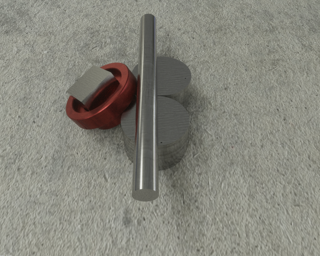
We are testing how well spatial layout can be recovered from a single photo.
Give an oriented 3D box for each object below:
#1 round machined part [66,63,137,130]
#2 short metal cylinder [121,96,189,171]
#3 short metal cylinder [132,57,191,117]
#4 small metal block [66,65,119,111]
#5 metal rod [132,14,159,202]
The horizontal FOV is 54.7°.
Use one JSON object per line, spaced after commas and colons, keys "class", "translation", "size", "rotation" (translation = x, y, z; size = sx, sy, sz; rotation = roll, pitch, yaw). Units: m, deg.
{"class": "round machined part", "translation": [-0.071, -0.036, 0.407], "size": [0.098, 0.042, 0.098], "rotation": [-20, 44, 21]}
{"class": "short metal cylinder", "translation": [-0.006, 0.006, 0.383], "size": [0.081, 0.050, 0.080], "rotation": [0, 49, 0]}
{"class": "short metal cylinder", "translation": [0.002, -0.056, 0.435], "size": [0.081, 0.050, 0.080], "rotation": [0, 50, 0]}
{"class": "small metal block", "translation": [-0.084, -0.049, 0.393], "size": [0.050, 0.025, 0.050], "rotation": [-48, 41, -11]}
{"class": "metal rod", "translation": [-0.016, -0.052, 0.384], "size": [0.025, 0.025, 0.300], "rotation": [-1, 50, -1]}
